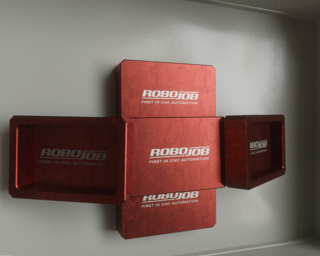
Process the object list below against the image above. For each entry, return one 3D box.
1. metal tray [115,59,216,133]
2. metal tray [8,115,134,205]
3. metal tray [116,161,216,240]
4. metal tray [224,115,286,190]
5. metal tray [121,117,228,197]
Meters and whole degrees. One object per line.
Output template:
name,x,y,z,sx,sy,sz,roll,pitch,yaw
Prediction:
metal tray,0.009,-0.039,0.408,0.131,0.030,0.089,-1,90,-21
metal tray,-0.096,0.032,0.338,0.131,0.030,0.089,1,91,9
metal tray,0.009,0.090,0.408,0.131,0.030,0.089,-1,90,-21
metal tray,0.133,0.027,0.422,0.131,0.030,0.089,-3,92,-49
metal tray,0.019,0.032,0.381,0.131,0.030,0.089,-1,90,-21
